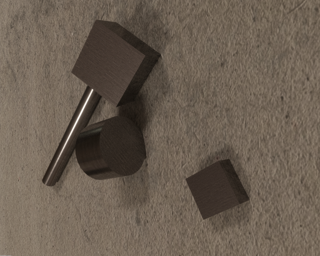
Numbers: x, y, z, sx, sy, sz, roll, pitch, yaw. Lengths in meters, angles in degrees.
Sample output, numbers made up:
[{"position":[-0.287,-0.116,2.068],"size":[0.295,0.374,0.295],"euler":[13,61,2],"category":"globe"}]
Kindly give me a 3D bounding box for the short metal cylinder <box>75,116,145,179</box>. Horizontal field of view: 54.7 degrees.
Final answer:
[{"position":[-0.066,0.028,0.421],"size":[0.050,0.081,0.080],"euler":[-16,80,39],"category":"short metal cylinder"}]

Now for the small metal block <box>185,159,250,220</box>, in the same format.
[{"position":[0.064,0.069,0.351],"size":[0.050,0.025,0.050],"euler":[-36,68,34],"category":"small metal block"}]

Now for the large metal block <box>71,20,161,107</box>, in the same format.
[{"position":[-0.059,-0.087,0.419],"size":[0.080,0.050,0.080],"euler":[38,115,10],"category":"large metal block"}]

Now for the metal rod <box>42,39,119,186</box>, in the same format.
[{"position":[-0.131,-0.017,0.509],"size":[0.025,0.025,0.298],"euler":[47,117,29],"category":"metal rod"}]
